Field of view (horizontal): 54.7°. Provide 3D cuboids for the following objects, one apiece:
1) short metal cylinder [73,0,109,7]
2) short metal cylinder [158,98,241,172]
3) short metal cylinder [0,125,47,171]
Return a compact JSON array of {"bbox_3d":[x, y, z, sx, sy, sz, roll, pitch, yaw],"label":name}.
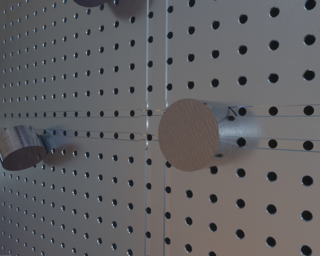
[{"bbox_3d":[-0.108,-0.230,0.462,0.080,0.081,0.050,-46,62,30],"label":"short metal cylinder"},{"bbox_3d":[0.045,0.008,0.356,0.080,0.050,0.080,0,90,40],"label":"short metal cylinder"},{"bbox_3d":[-0.267,0.039,0.595,0.080,0.081,0.050,-48,62,29],"label":"short metal cylinder"}]
